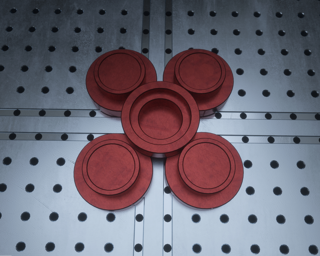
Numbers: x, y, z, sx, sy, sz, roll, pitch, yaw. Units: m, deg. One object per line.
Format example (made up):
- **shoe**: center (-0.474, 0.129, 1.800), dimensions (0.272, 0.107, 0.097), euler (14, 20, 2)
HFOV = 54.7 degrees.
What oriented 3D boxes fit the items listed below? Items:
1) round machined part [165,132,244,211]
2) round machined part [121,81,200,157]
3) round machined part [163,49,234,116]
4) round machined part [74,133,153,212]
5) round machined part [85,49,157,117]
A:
- **round machined part**: center (0.055, 0.051, 0.384), dimensions (0.099, 0.042, 0.098), euler (0, 70, -1)
- **round machined part**: center (0.001, -0.009, 0.404), dimensions (0.099, 0.042, 0.098), euler (0, 70, -1)
- **round machined part**: center (0.053, -0.069, 0.428), dimensions (0.099, 0.042, 0.098), euler (0, 70, -1)
- **round machined part**: center (-0.058, 0.052, 0.383), dimensions (0.099, 0.042, 0.098), euler (0, 70, -1)
- **round machined part**: center (-0.053, -0.068, 0.426), dimensions (0.099, 0.042, 0.098), euler (0, 70, -1)
